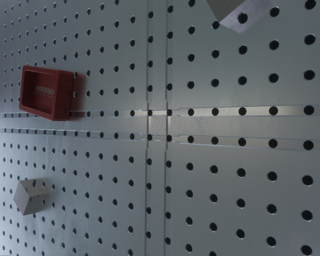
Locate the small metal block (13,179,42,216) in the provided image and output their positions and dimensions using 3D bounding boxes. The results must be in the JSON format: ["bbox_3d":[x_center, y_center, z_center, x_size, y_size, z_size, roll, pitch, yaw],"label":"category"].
[{"bbox_3d":[-0.273,0.142,0.635,0.050,0.025,0.050,39,114,33],"label":"small metal block"}]

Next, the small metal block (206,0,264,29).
[{"bbox_3d":[0.080,-0.149,0.343,0.050,0.025,0.050,-35,68,34],"label":"small metal block"}]

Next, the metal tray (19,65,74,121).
[{"bbox_3d":[-0.218,-0.068,0.586,0.130,0.030,0.089,15,99,39],"label":"metal tray"}]
